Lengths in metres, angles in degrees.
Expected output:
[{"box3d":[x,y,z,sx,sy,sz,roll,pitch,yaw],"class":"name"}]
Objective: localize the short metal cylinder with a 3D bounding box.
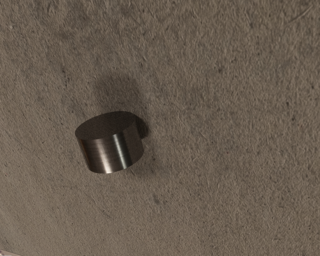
[{"box3d":[-0.066,0.017,0.415,0.080,0.080,0.050,1,119,27],"class":"short metal cylinder"}]
